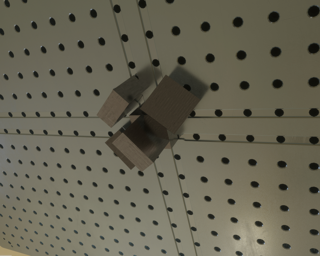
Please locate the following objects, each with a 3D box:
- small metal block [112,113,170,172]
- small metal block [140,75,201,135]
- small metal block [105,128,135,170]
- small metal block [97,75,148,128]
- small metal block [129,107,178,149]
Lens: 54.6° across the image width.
[{"bbox_3d":[-0.022,0.017,0.386,0.050,0.050,0.025,45,128,-4],"label":"small metal block"},{"bbox_3d":[0.012,-0.027,0.371,0.050,0.025,0.050,37,89,4],"label":"small metal block"},{"bbox_3d":[-0.047,0.027,0.433,0.025,0.050,0.050,-43,95,2],"label":"small metal block"},{"bbox_3d":[-0.048,-0.034,0.400,0.025,0.050,0.050,42,129,0],"label":"small metal block"},{"bbox_3d":[-0.008,0.000,0.415,0.050,0.025,0.050,0,118,27],"label":"small metal block"}]
